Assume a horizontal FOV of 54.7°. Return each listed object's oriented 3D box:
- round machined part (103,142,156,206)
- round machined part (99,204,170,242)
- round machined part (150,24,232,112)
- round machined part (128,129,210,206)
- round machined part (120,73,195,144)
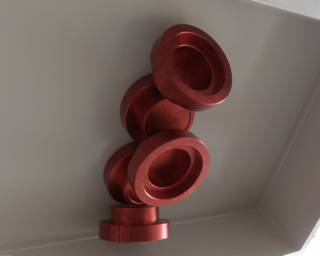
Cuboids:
[{"bbox_3d":[-0.024,0.069,0.426,0.099,0.042,0.097,-14,125,-21],"label":"round machined part"},{"bbox_3d":[-0.035,0.130,0.435,0.099,0.098,0.042,6,78,-32],"label":"round machined part"},{"bbox_3d":[0.031,-0.064,0.351,0.099,0.098,0.042,7,157,-32],"label":"round machined part"},{"bbox_3d":[0.007,0.043,0.372,0.099,0.042,0.097,-14,125,-21],"label":"round machined part"},{"bbox_3d":[0.004,-0.017,0.388,0.099,0.042,0.097,-14,125,-21],"label":"round machined part"}]
